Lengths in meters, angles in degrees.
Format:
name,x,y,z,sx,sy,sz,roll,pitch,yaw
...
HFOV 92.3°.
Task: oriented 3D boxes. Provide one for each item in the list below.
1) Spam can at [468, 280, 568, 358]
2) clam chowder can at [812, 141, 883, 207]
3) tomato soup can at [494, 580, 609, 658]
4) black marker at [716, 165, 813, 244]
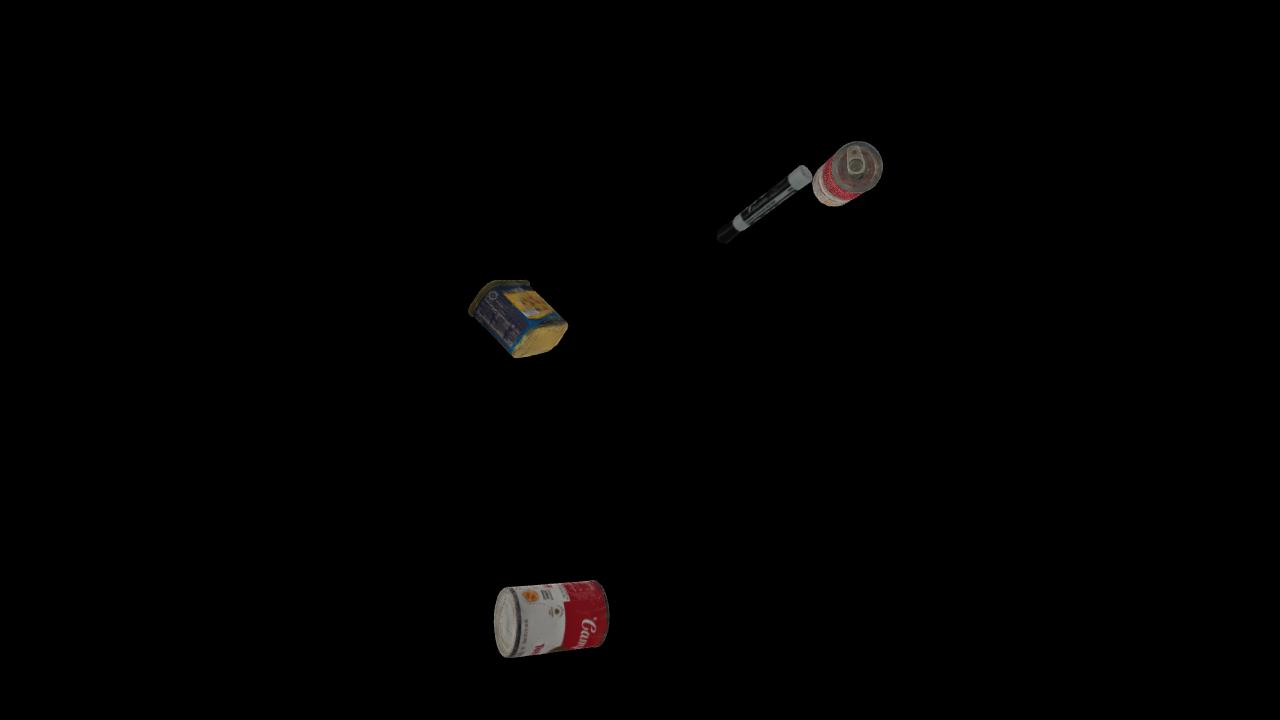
name,x,y,z,sx,sy,sz,roll,pitch,yaw
Spam can,-0.150,-0.052,0.775,0.085,0.058,0.101,43,22,12
clam chowder can,0.284,-0.254,0.852,0.068,0.068,0.102,0,3,0
tomato soup can,-0.091,0.264,0.632,0.101,0.068,0.068,8,-4,-30
black marker,0.122,-0.154,0.623,0.020,0.020,0.121,0,-22,-39
